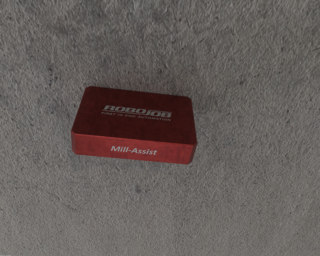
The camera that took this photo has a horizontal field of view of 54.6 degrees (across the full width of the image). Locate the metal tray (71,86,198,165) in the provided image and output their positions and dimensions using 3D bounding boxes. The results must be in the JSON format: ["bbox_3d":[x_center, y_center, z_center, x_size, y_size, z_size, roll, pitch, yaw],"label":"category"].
[{"bbox_3d":[-0.027,-0.006,0.359,0.131,0.090,0.030,6,130,-5],"label":"metal tray"}]
